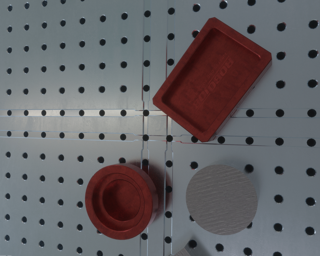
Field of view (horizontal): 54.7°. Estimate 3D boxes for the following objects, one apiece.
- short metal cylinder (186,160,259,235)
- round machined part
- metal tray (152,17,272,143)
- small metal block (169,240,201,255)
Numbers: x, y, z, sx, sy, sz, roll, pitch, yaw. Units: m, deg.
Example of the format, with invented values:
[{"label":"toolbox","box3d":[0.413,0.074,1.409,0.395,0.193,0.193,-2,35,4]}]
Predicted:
[{"label":"short metal cylinder","box3d":[0.077,0.081,0.372,0.080,0.050,0.079,0,90,20]},{"label":"round machined part","box3d":[-0.048,0.096,0.420,0.098,0.042,0.097,0,90,19]},{"label":"metal tray","box3d":[0.063,-0.058,0.387,0.090,0.030,0.129,39,102,15]},{"label":"small metal block","box3d":[0.032,0.185,0.401,0.050,0.025,0.050,-43,77,15]}]
